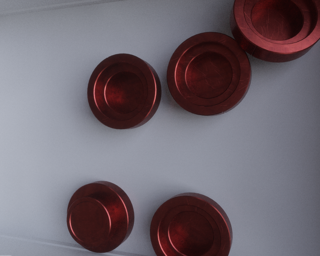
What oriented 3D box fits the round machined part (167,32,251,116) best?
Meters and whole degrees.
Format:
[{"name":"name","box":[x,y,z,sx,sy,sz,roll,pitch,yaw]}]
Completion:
[{"name":"round machined part","box":[0.061,-0.063,0.379,0.098,0.042,0.097,0,90,20]}]

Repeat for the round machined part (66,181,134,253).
[{"name":"round machined part","box":[-0.089,0.126,0.432,0.098,0.042,0.097,0,90,19]}]

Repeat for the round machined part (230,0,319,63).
[{"name":"round machined part","box":[0.127,-0.117,0.345,0.099,0.042,0.098,0,75,1]}]

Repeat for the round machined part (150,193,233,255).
[{"name":"round machined part","box":[0.041,0.129,0.387,0.098,0.042,0.097,0,90,19]}]

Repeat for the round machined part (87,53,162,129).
[{"name":"round machined part","box":[-0.044,-0.047,0.416,0.098,0.042,0.097,0,90,19]}]
